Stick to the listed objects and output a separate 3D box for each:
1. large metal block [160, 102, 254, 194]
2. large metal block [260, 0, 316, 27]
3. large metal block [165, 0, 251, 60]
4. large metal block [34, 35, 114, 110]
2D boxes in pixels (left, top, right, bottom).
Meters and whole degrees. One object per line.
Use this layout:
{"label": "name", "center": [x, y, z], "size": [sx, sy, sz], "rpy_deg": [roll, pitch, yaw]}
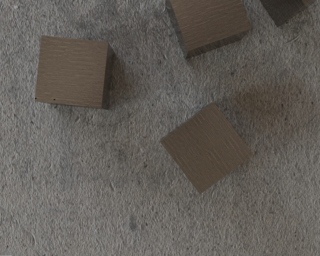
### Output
{"label": "large metal block", "center": [0.056, 0.024, 0.398], "size": [0.080, 0.050, 0.080], "rpy_deg": [-37, 90, 0]}
{"label": "large metal block", "center": [0.159, -0.184, 0.383], "size": [0.050, 0.080, 0.080], "rpy_deg": [-34, 90, 0]}
{"label": "large metal block", "center": [0.058, -0.144, 0.398], "size": [0.080, 0.050, 0.080], "rpy_deg": [-20, 90, 0]}
{"label": "large metal block", "center": [-0.106, -0.068, 0.396], "size": [0.080, 0.050, 0.080], "rpy_deg": [6, 90, 0]}
